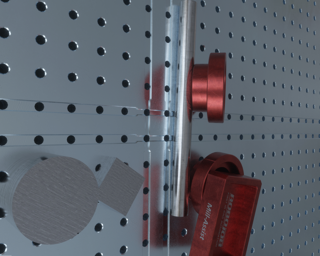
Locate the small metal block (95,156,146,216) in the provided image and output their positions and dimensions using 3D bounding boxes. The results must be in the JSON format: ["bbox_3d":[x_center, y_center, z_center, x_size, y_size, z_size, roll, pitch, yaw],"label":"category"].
[{"bbox_3d":[-0.053,0.068,0.365,0.050,0.025,0.050,42,65,-32],"label":"small metal block"}]

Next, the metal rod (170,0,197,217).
[{"bbox_3d":[0.034,-0.029,0.436,0.025,0.025,0.298,4,87,-40],"label":"metal rod"}]

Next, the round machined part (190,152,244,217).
[{"bbox_3d":[0.078,0.083,0.459,0.099,0.042,0.097,-8,103,-41],"label":"round machined part"}]

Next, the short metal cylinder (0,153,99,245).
[{"bbox_3d":[-0.108,0.066,0.302,0.081,0.050,0.080,0,90,-40],"label":"short metal cylinder"}]

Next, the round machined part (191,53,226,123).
[{"bbox_3d":[0.070,-0.056,0.436,0.098,0.042,0.097,1,91,-77],"label":"round machined part"}]

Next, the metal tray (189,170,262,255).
[{"bbox_3d":[0.092,0.129,0.429,0.091,0.030,0.129,14,88,-42],"label":"metal tray"}]
